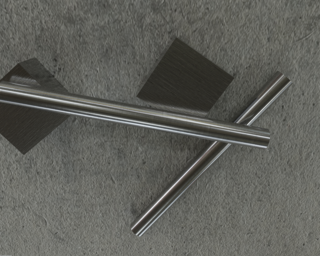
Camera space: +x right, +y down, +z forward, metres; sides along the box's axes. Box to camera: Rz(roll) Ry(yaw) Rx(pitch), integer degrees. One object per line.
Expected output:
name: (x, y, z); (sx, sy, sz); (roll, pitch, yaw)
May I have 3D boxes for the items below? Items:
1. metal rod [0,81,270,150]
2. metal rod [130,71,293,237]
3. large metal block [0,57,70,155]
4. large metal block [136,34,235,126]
metal rod: (-0.025, -0.013, 0.351); (0.302, 0.025, 0.025); (10, 110, -5)
metal rod: (0.061, 0.044, 0.427); (0.025, 0.025, 0.299); (38, 105, -13)
large metal block: (-0.162, -0.028, 0.384); (0.080, 0.050, 0.080); (-38, 106, 12)
large metal block: (0.028, -0.055, 0.377); (0.080, 0.050, 0.080); (32, 107, -12)
